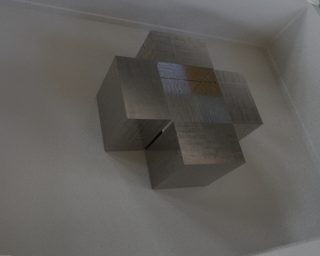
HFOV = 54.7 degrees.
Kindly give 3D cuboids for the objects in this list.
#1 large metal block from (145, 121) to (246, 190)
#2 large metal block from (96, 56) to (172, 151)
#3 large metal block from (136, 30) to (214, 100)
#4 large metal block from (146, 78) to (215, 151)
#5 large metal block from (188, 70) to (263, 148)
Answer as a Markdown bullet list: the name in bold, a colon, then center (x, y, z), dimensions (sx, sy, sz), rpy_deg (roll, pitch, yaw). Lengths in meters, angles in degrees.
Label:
- **large metal block**: center (0.038, 0.034, 0.368), dimensions (0.081, 0.080, 0.050), rpy_deg (2, 61, -27)
- **large metal block**: center (-0.035, -0.026, 0.366), dimensions (0.050, 0.080, 0.080), rpy_deg (1, 62, -28)
- **large metal block**: center (0.013, -0.081, 0.424), dimensions (0.081, 0.080, 0.050), rpy_deg (1, 62, -28)
- **large metal block**: center (0.020, -0.017, 0.407), dimensions (0.081, 0.050, 0.080), rpy_deg (1, 62, -28)
- **large metal block**: center (0.083, -0.022, 0.427), dimensions (0.050, 0.080, 0.080), rpy_deg (1, 62, -28)
